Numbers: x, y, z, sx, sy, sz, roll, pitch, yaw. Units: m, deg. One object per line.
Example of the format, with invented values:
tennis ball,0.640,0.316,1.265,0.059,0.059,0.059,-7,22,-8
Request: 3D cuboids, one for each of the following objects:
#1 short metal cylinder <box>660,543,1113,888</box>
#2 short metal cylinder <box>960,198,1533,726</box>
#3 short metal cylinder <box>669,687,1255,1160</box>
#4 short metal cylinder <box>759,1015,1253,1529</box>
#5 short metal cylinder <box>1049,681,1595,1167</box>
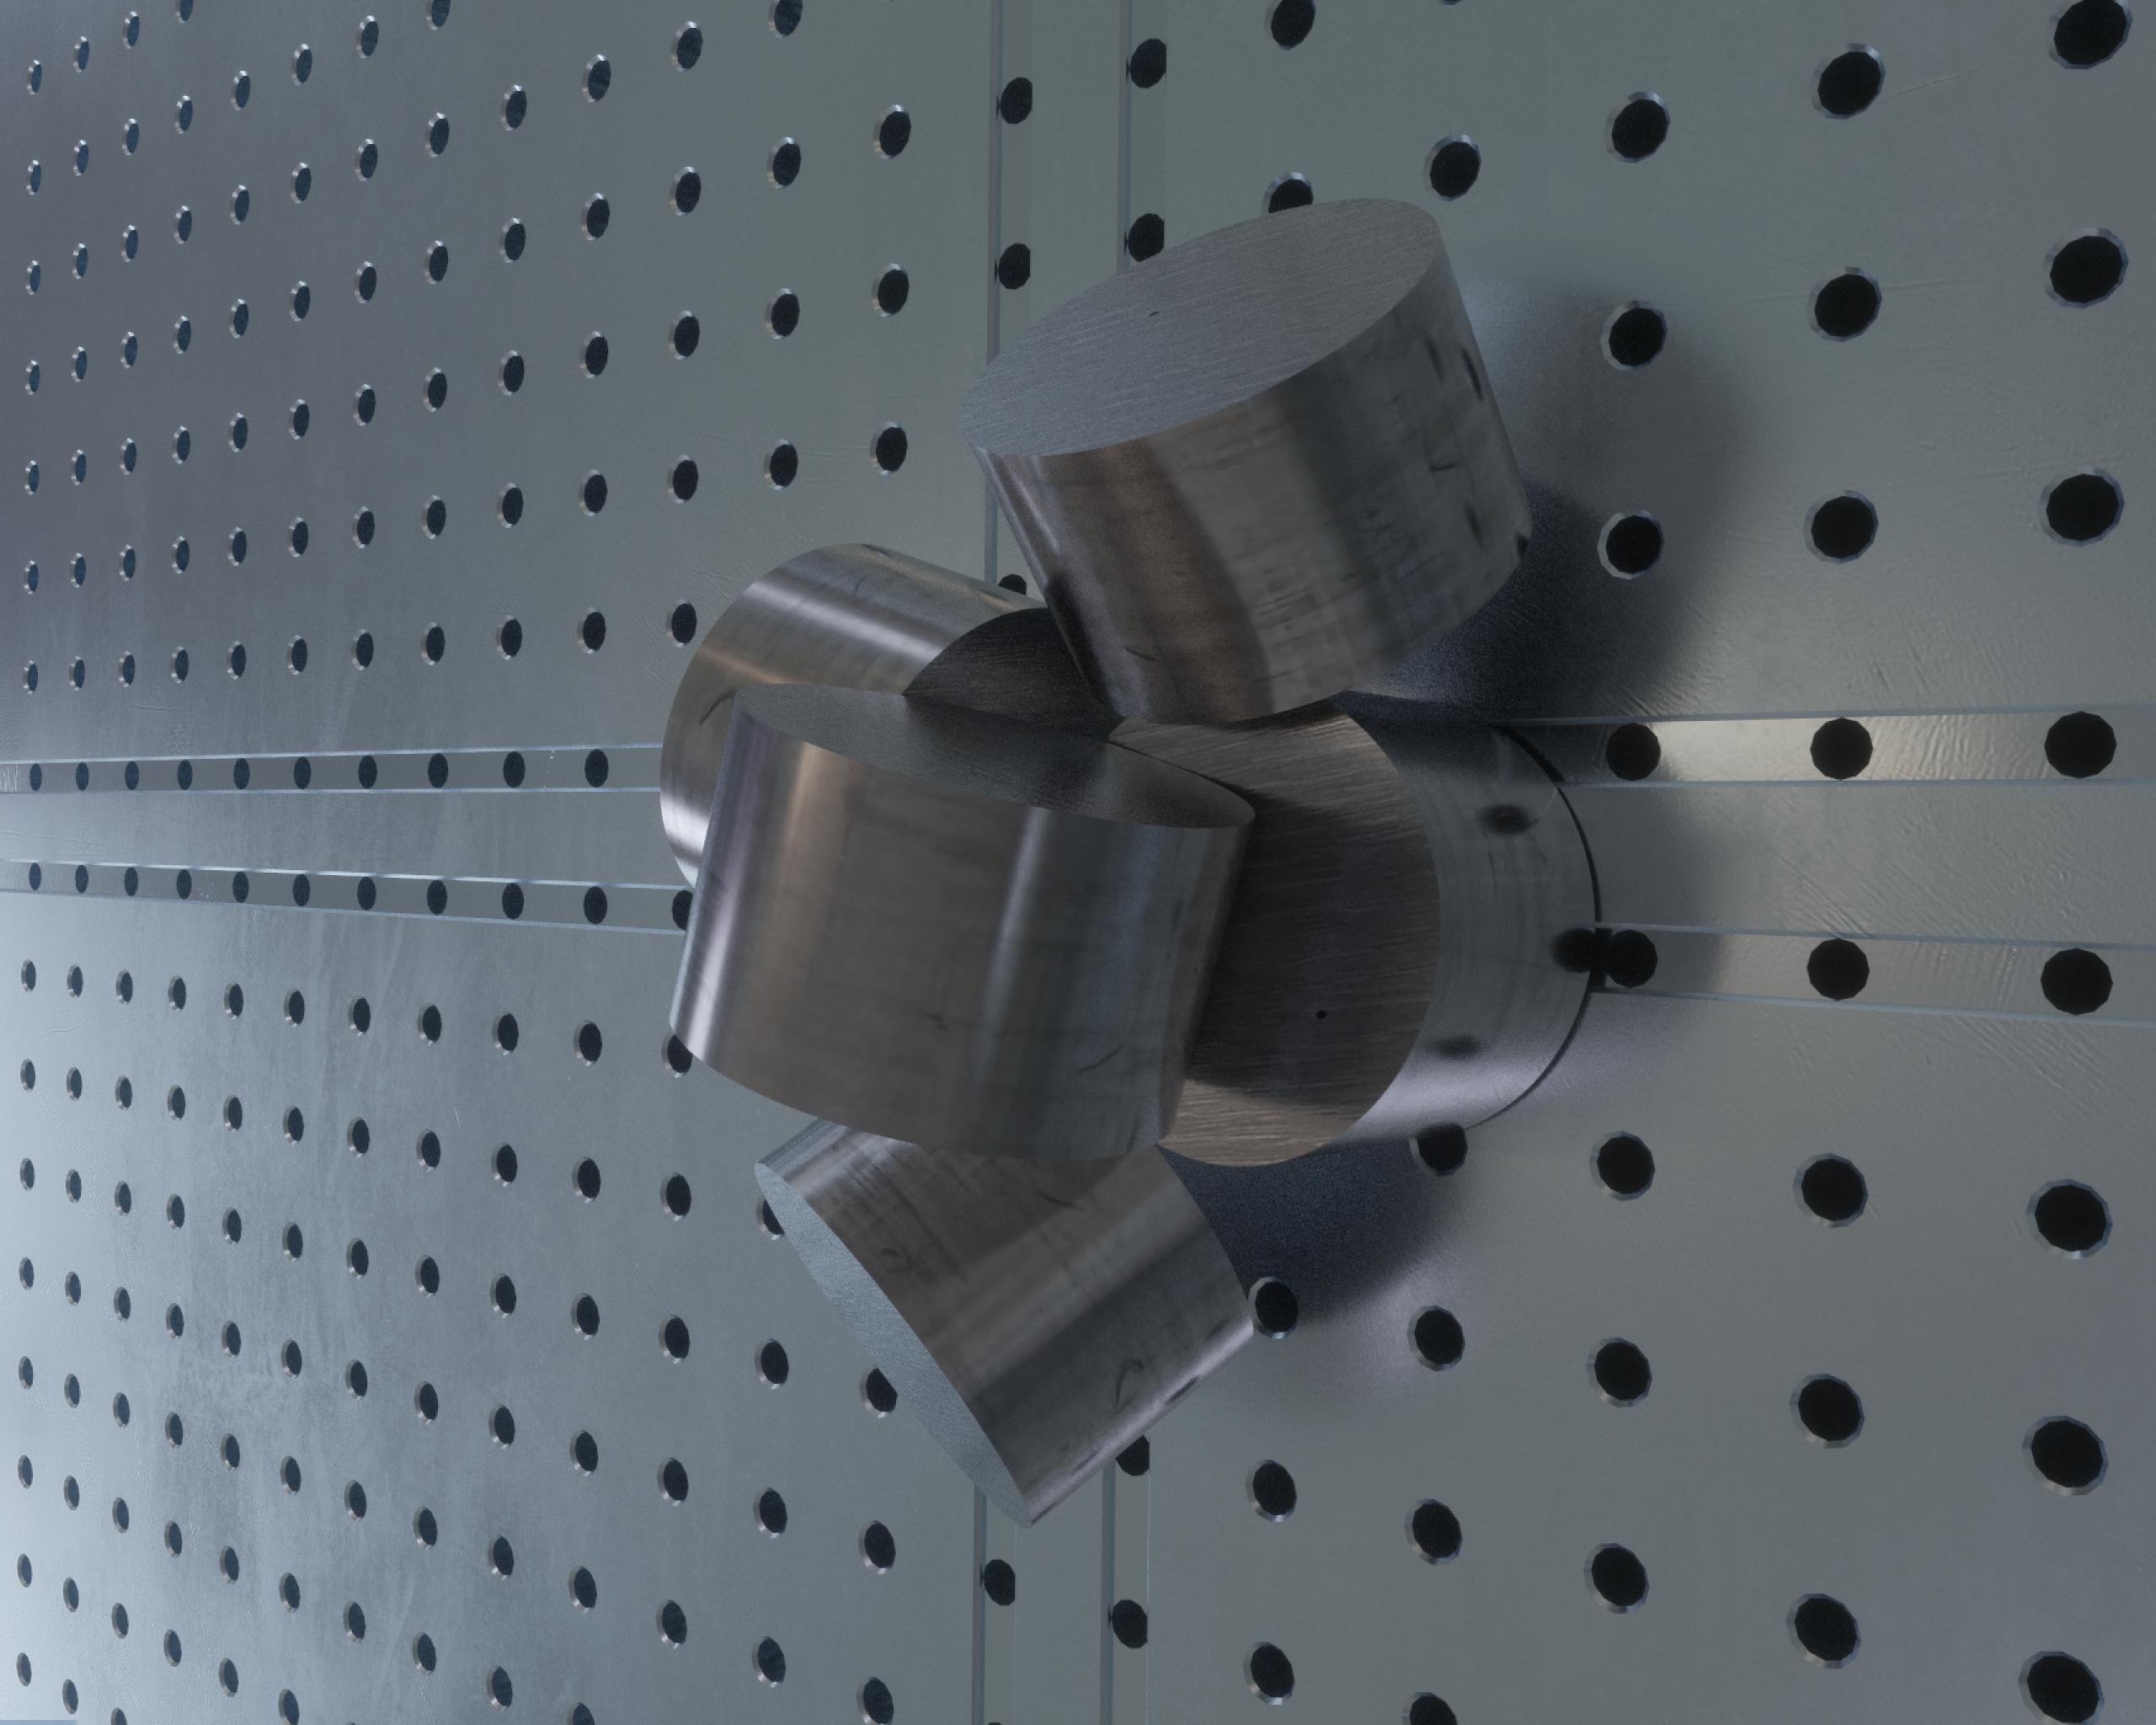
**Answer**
short metal cylinder,-0.032,-0.016,0.400,0.050,0.081,0.079,24,105,37
short metal cylinder,0.028,-0.066,0.341,0.080,0.080,0.050,3,132,40
short metal cylinder,-0.018,0.007,0.322,0.080,0.081,0.050,22,104,38
short metal cylinder,-0.014,0.072,0.377,0.080,0.050,0.080,46,160,23
short metal cylinder,0.040,0.010,0.359,0.080,0.050,0.080,-1,88,40
